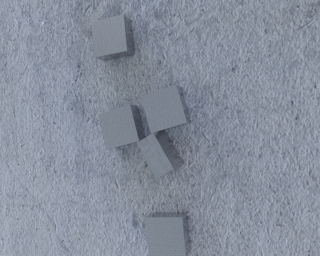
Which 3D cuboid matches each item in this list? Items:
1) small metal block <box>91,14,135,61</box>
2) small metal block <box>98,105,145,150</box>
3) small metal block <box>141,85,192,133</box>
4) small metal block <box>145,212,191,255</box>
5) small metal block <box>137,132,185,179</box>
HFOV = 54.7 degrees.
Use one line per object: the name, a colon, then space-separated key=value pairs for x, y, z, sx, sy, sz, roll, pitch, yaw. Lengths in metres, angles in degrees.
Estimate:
small metal block: x=-0.065 y=-0.125 z=0.432 sx=0.050 sy=0.025 sz=0.050 roll=-6 pitch=88 yaw=19
small metal block: x=-0.052 y=-0.001 z=0.427 sx=0.050 sy=0.025 sz=0.050 roll=-16 pitch=85 yaw=19
small metal block: x=0.009 y=-0.024 z=0.406 sx=0.050 sy=0.025 sz=0.050 roll=-17 pitch=84 yaw=19
small metal block: x=0.011 y=0.138 z=0.405 sx=0.050 sy=0.025 sz=0.050 roll=-6 pitch=88 yaw=19
small metal block: x=0.002 y=0.033 z=0.395 sx=0.025 sy=0.050 sz=0.050 roll=-33 pitch=80 yaw=17
